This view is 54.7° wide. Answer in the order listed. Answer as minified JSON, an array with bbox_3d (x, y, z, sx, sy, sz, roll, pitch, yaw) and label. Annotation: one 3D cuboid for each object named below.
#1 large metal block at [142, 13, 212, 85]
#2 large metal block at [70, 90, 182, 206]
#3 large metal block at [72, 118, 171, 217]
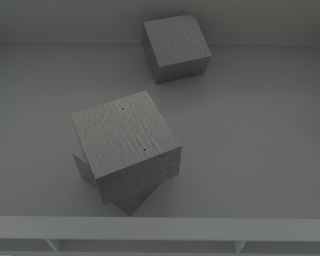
[{"bbox_3d":[0.023,-0.121,0.476,0.081,0.050,0.080,-14,70,-12],"label":"large metal block"},{"bbox_3d":[-0.034,0.017,0.309,0.081,0.050,0.080,-20,53,-16],"label":"large metal block"},{"bbox_3d":[-0.038,0.038,0.356,0.080,0.050,0.080,32,57,24],"label":"large metal block"}]
